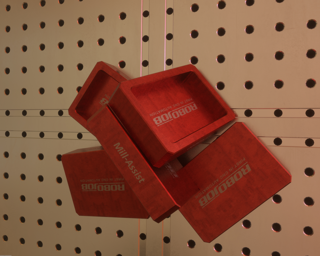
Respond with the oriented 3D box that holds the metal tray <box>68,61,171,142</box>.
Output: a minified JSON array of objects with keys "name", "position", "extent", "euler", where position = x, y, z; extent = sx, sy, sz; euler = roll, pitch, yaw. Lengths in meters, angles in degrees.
[{"name":"metal tray","position":[-0.054,-0.020,0.427],"extent":[0.130,0.030,0.090],"euler":[38,102,15]}]

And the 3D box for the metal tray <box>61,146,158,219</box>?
[{"name":"metal tray","position":[-0.066,0.069,0.407],"extent":[0.130,0.030,0.089],"euler":[-9,98,34]}]

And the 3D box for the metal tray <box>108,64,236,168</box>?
[{"name":"metal tray","position":[0.019,-0.021,0.350],"extent":[0.090,0.131,0.030],"euler":[53,134,12]}]

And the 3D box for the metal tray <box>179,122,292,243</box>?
[{"name":"metal tray","position":[0.079,0.065,0.380],"extent":[0.130,0.030,0.090],"euler":[-43,77,14]}]

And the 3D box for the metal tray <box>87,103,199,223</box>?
[{"name":"metal tray","position":[-0.015,0.034,0.350],"extent":[0.030,0.090,0.130],"euler":[-40,78,15]}]
